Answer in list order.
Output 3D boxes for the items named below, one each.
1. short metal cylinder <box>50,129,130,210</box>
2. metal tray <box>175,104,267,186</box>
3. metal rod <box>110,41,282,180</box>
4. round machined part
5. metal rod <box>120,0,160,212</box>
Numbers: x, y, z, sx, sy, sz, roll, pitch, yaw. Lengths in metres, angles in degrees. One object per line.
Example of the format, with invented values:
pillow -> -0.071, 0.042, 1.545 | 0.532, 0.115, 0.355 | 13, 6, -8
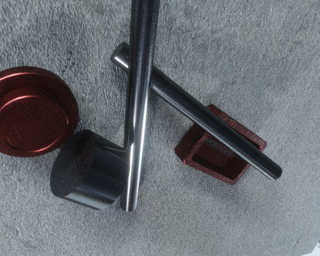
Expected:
short metal cylinder -> -0.081, 0.048, 0.357 | 0.050, 0.080, 0.080 | 34, 99, -39
metal tray -> 0.096, 0.030, 0.474 | 0.131, 0.030, 0.090 | 28, 103, -38
metal rod -> 0.064, -0.007, 0.401 | 0.301, 0.025, 0.025 | 34, 99, -28
round machined part -> -0.133, -0.010, 0.317 | 0.099, 0.042, 0.097 | -14, 124, -21
metal rod -> -0.028, -0.005, 0.361 | 0.025, 0.025, 0.298 | -11, 131, -23
